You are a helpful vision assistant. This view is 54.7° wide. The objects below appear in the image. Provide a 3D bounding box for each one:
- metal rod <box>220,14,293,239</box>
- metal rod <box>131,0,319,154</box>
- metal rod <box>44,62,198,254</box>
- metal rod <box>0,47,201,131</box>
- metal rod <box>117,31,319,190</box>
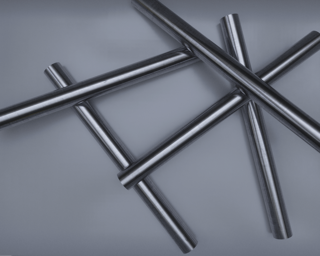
[{"bbox_3d":[0.128,-0.002,0.412,0.025,0.025,0.298,-14,90,0],"label":"metal rod"},{"bbox_3d":[0.077,-0.076,0.371,0.300,0.025,0.025,43,90,16],"label":"metal rod"},{"bbox_3d":[-0.051,0.039,0.410,0.025,0.025,0.300,-38,90,0],"label":"metal rod"},{"bbox_3d":[-0.076,-0.053,0.389,0.302,0.025,0.025,-21,90,-9],"label":"metal rod"},{"bbox_3d":[0.075,-0.022,0.385,0.301,0.025,0.025,-36,90,0],"label":"metal rod"}]
